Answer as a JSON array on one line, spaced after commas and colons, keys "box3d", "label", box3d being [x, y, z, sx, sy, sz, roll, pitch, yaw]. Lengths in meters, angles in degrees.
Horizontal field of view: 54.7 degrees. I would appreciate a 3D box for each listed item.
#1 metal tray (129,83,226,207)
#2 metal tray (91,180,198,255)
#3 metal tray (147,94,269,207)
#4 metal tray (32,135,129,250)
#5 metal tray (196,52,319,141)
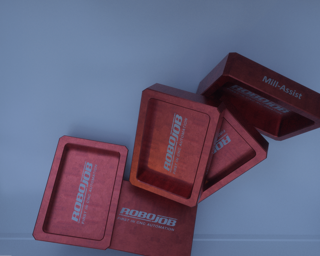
[{"box3d": [0.017, 0.021, 0.368, 0.090, 0.030, 0.129, 18, 115, 16], "label": "metal tray"}, {"box3d": [-0.019, 0.127, 0.427, 0.131, 0.030, 0.090, 14, 67, -6], "label": "metal tray"}, {"box3d": [0.057, 0.031, 0.391, 0.090, 0.030, 0.129, 48, 119, 0], "label": "metal tray"}, {"box3d": [-0.096, 0.081, 0.395, 0.091, 0.030, 0.130, 10, 69, -4], "label": "metal tray"}, {"box3d": [0.117, -0.031, 0.367, 0.131, 0.090, 0.030, 23, 70, -9], "label": "metal tray"}]
